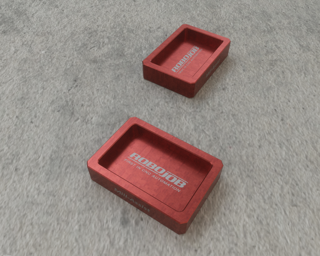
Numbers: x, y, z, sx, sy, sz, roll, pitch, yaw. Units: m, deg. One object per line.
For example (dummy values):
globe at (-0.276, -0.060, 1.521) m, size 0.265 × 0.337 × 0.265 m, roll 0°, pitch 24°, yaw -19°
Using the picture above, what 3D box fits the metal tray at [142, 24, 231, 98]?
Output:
metal tray at (0.044, -0.111, 0.493) m, size 0.090 × 0.030 × 0.131 m, roll 26°, pitch 54°, yaw 20°

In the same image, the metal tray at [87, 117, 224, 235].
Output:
metal tray at (-0.006, 0.049, 0.358) m, size 0.130 × 0.030 × 0.090 m, roll 27°, pitch 55°, yaw 20°
